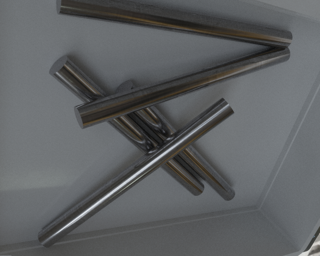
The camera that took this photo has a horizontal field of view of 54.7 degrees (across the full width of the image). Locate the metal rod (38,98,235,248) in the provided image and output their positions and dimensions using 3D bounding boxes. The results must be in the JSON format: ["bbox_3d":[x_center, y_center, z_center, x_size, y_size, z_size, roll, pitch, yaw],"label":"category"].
[{"bbox_3d":[-0.035,0.061,0.401,0.300,0.025,0.025,-37,130,6],"label":"metal rod"}]

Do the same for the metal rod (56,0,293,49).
[{"bbox_3d":[0.040,-0.120,0.357,0.303,0.025,0.025,-1,119,-28],"label":"metal rod"}]

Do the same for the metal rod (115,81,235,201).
[{"bbox_3d":[0.040,0.036,0.454,0.025,0.025,0.300,-44,130,2],"label":"metal rod"}]

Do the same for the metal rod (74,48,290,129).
[{"bbox_3d":[0.046,-0.058,0.378,0.302,0.025,0.025,-20,127,-24],"label":"metal rod"}]

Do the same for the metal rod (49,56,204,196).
[{"bbox_3d":[-0.021,0.018,0.409,0.025,0.025,0.300,-44,130,2],"label":"metal rod"}]
